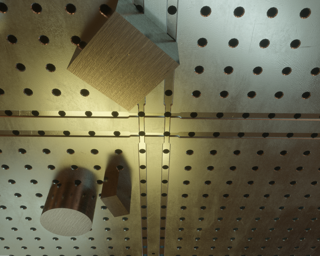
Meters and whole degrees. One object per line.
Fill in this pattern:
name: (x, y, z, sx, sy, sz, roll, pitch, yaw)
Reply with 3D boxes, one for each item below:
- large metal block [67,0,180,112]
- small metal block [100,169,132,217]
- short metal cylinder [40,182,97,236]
large metal block: (-0.037, -0.077, 0.329, 0.080, 0.050, 0.080, 35, 122, -26)
small metal block: (-0.067, 0.101, 0.481, 0.025, 0.050, 0.050, -15, 129, 12)
short metal cylinder: (-0.148, 0.134, 0.507, 0.081, 0.050, 0.079, 0, 130, 0)
